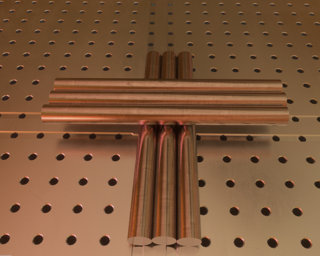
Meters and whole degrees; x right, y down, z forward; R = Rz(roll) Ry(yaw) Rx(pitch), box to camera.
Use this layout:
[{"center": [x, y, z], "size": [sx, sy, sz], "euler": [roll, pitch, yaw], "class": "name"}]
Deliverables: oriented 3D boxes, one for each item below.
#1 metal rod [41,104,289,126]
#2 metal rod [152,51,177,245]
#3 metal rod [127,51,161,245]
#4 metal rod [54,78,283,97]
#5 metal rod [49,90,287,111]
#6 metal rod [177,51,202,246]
[{"center": [0.006, -0.016, 0.389], "size": [0.302, 0.025, 0.025], "euler": [0, 50, 0], "class": "metal rod"}, {"center": [0.010, -0.001, 0.409], "size": [0.025, 0.025, 0.300], "euler": [2, 50, 1], "class": "metal rod"}, {"center": [-0.015, -0.001, 0.408], "size": [0.025, 0.025, 0.300], "euler": [2, 50, 1], "class": "metal rod"}, {"center": [0.011, -0.055, 0.421], "size": [0.302, 0.025, 0.025], "euler": [0, 50, 0], "class": "metal rod"}, {"center": [0.010, -0.035, 0.405], "size": [0.302, 0.025, 0.025], "euler": [0, 50, 0], "class": "metal rod"}, {"center": [0.035, 0.000, 0.408], "size": [0.025, 0.025, 0.300], "euler": [2, 50, 1], "class": "metal rod"}]
